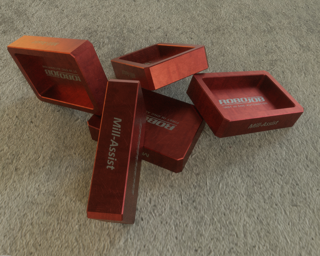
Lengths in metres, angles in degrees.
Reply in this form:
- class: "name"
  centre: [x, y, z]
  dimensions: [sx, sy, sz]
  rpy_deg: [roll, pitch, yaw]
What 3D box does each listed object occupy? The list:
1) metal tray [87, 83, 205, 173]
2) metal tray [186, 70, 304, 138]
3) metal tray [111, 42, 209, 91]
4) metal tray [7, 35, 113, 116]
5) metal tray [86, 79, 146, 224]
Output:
- class: "metal tray"
  centre: [-0.015, -0.005, 0.405]
  dimensions: [0.130, 0.030, 0.090]
  rpy_deg: [20, 53, 15]
- class: "metal tray"
  centre: [0.112, -0.036, 0.412]
  dimensions: [0.131, 0.030, 0.090]
  rpy_deg: [-7, 49, -26]
- class: "metal tray"
  centre: [-0.005, -0.092, 0.440]
  dimensions: [0.091, 0.030, 0.130]
  rpy_deg: [-25, 26, -20]
- class: "metal tray"
  centre: [-0.127, -0.069, 0.399]
  dimensions: [0.130, 0.090, 0.030]
  rpy_deg: [14, 50, 32]
- class: "metal tray"
  centre: [-0.038, 0.028, 0.313]
  dimensions: [0.030, 0.090, 0.130]
  rpy_deg: [4, 71, 4]
